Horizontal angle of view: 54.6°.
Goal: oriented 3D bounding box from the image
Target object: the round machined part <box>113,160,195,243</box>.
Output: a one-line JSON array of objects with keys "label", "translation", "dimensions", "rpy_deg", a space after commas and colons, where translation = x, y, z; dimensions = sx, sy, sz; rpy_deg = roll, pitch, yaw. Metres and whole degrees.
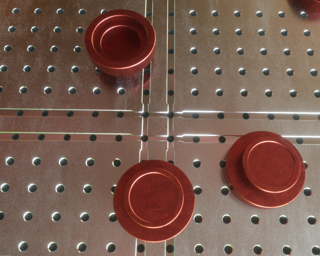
[{"label": "round machined part", "translation": [-0.007, 0.085, 0.372], "dimensions": [0.099, 0.042, 0.098], "rpy_deg": [0, 70, 0]}]

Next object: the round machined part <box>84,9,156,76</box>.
[{"label": "round machined part", "translation": [-0.055, -0.117, 0.445], "dimensions": [0.099, 0.042, 0.098], "rpy_deg": [0, 70, 0]}]

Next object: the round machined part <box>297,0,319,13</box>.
[{"label": "round machined part", "translation": [0.264, -0.235, 0.490], "dimensions": [0.099, 0.042, 0.098], "rpy_deg": [0, 70, 0]}]

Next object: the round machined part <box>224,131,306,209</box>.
[{"label": "round machined part", "translation": [0.132, 0.049, 0.385], "dimensions": [0.099, 0.042, 0.098], "rpy_deg": [0, 70, 0]}]
